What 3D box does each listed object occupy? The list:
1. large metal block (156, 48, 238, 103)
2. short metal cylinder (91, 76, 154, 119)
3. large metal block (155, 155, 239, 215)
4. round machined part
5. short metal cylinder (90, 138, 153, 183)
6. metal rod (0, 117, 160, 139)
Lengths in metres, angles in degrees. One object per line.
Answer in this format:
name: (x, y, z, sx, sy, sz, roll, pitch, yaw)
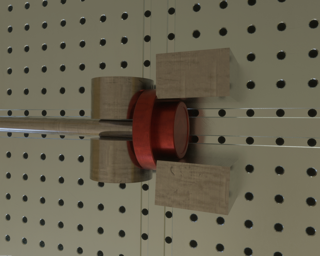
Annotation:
large metal block: (0.047, -0.058, 0.367, 0.080, 0.080, 0.050, 0, 90, 20)
short metal cylinder: (-0.048, -0.036, 0.400, 0.080, 0.080, 0.050, 1, 91, 20)
large metal block: (0.047, 0.062, 0.367, 0.080, 0.080, 0.050, 3, 91, 20)
round machined part: (0.007, 0.002, 0.371, 0.042, 0.098, 0.097, 1, 90, 20)
short metal cylinder: (-0.049, 0.039, 0.400, 0.080, 0.080, 0.050, 2, 91, 20)
metal rod: (-0.121, -0.001, 0.443, 0.301, 0.025, 0.025, 2, 91, 24)
